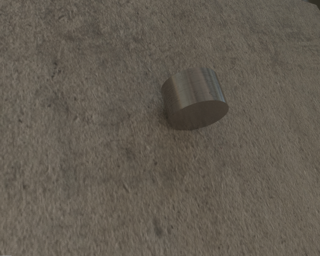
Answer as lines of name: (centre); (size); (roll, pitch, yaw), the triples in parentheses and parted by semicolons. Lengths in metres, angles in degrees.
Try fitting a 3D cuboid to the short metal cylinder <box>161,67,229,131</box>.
short metal cylinder: (0.046, -0.037, 0.418); (0.081, 0.080, 0.050); (1, 62, -28)
